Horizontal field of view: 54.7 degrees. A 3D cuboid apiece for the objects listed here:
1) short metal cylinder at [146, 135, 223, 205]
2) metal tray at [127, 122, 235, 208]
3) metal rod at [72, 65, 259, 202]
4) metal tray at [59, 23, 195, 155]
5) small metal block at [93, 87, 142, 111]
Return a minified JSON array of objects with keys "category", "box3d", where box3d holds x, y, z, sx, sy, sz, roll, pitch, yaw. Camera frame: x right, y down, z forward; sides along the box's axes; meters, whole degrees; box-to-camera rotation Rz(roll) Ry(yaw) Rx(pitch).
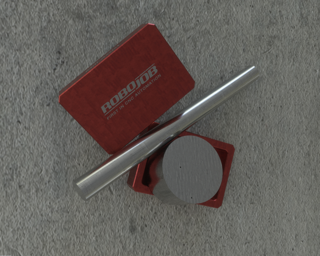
[{"category":"short metal cylinder","box3d":[0.029,0.054,0.383,0.081,0.050,0.080,7,72,-23]},{"category":"metal tray","box3d":[0.031,0.051,0.418,0.131,0.030,0.090,16,85,-20]},{"category":"metal rod","box3d":[0.027,-0.008,0.389,0.302,0.025,0.025,-34,102,-29]},{"category":"metal tray","box3d":[-0.036,-0.044,0.353,0.130,0.030,0.090,-41,113,-4]},{"category":"small metal block","box3d":[-0.053,-0.036,0.377,0.050,0.050,0.025,10,87,-20]}]
